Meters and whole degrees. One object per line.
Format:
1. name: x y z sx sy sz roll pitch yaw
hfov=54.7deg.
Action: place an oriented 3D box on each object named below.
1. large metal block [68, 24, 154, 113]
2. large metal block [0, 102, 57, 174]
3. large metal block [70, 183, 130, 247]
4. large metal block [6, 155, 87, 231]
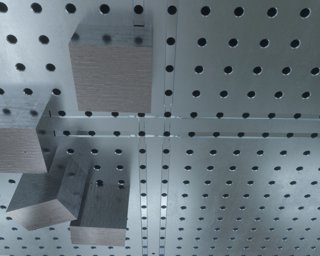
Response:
1. large metal block: -0.049 -0.064 0.340 0.081 0.050 0.079 2 130 -2
2. large metal block: -0.188 0.014 0.404 0.081 0.050 0.079 2 130 -2
3. large metal block: -0.092 0.136 0.490 0.081 0.080 0.050 5 130 -5
4. large metal block: -0.162 0.095 0.454 0.080 0.080 0.050 -17 128 13
